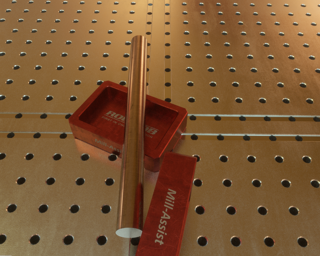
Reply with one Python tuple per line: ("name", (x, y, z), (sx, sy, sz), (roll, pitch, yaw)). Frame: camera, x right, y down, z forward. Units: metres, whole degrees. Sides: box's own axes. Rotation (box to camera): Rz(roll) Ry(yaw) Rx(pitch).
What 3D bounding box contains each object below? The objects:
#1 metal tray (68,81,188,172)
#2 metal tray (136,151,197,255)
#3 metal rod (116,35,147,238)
("metal tray", (-0.040, -0.007, 0.409), (0.130, 0.030, 0.090), (22, 53, 17))
("metal tray", (0.005, 0.098, 0.282), (0.030, 0.089, 0.130), (11, 51, 9))
("metal rod", (-0.030, -0.018, 0.382), (0.025, 0.025, 0.300), (0, 50, -1))
